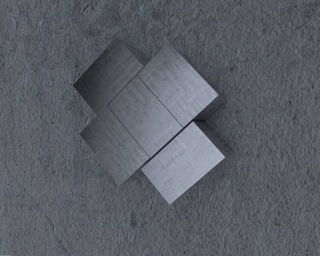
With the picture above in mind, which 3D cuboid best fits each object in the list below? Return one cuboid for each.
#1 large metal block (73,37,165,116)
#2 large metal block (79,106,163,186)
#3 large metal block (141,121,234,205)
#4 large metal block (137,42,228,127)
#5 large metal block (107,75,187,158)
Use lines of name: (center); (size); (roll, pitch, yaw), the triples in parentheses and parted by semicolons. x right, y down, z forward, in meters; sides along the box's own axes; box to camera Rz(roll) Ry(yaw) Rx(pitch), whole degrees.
large metal block: (-0.048, -0.060, 0.397); (0.080, 0.080, 0.050); (-44, 77, 14)
large metal block: (-0.040, 0.020, 0.395); (0.050, 0.080, 0.080); (-44, 77, 15)
large metal block: (0.036, 0.038, 0.368); (0.080, 0.080, 0.050); (-44, 77, 14)
large metal block: (0.031, -0.047, 0.370); (0.050, 0.080, 0.080); (-44, 77, 15)
large metal block: (-0.005, -0.013, 0.382); (0.050, 0.080, 0.080); (-44, 77, 15)
